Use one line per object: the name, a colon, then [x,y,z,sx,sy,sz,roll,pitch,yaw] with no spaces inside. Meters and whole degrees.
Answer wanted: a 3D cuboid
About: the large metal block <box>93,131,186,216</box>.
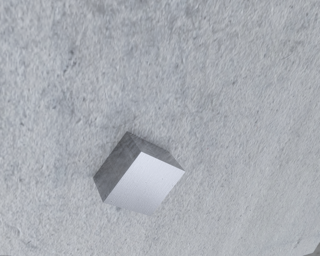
large metal block: [-0.028,0.062,0.413,0.080,0.050,0.080,29,102,-38]
